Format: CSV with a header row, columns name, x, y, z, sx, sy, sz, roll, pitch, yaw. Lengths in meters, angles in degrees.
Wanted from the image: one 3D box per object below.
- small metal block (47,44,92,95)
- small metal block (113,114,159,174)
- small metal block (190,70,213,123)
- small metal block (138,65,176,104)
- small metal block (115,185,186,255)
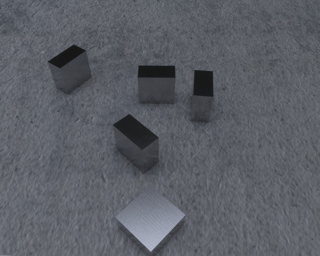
name,x,y,z,sx,sy,sz,roll,pitch,yaw
small metal block,-0.132,-0.086,0.458,0.025,0.050,0.050,29,56,22
small metal block,-0.028,0.019,0.370,0.025,0.050,0.050,-37,60,-27
small metal block,0.057,-0.043,0.424,0.025,0.050,0.050,5,50,3
small metal block,-0.005,-0.061,0.438,0.050,0.050,0.025,0,50,0
small metal block,-0.010,0.097,0.322,0.050,0.025,0.050,36,58,26
